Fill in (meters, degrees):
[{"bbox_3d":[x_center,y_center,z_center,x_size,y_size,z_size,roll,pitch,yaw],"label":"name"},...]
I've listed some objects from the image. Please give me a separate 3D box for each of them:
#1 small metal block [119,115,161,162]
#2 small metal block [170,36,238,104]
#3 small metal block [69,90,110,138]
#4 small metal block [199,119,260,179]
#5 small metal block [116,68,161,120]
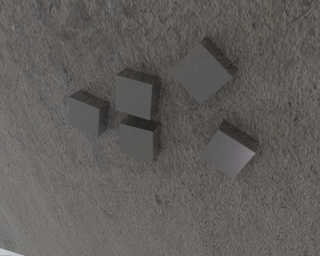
[{"bbox_3d":[-0.027,0.014,0.430,0.050,0.025,0.050,14,124,20],"label":"small metal block"},{"bbox_3d":[0.048,-0.063,0.342,0.050,0.025,0.050,46,129,-4],"label":"small metal block"},{"bbox_3d":[-0.103,-0.021,0.449,0.050,0.025,0.050,23,127,14],"label":"small metal block"},{"bbox_3d":[0.084,0.026,0.379,0.050,0.025,0.050,33,129,6],"label":"small metal block"},{"bbox_3d":[-0.028,-0.043,0.395,0.050,0.025,0.050,17,125,18],"label":"small metal block"}]
